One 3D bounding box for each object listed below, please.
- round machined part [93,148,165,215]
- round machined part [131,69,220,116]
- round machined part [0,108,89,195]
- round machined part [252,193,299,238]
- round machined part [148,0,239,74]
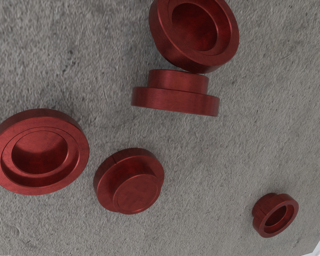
[{"bbox_3d":[-0.038,0.079,0.424,0.099,0.042,0.097,-14,124,-21],"label":"round machined part"},{"bbox_3d":[0.018,-0.040,0.350,0.099,0.098,0.042,6,94,-31],"label":"round machined part"},{"bbox_3d":[-0.131,0.022,0.338,0.099,0.042,0.097,-14,124,-21],"label":"round machined part"},{"bbox_3d":[0.226,0.170,0.624,0.099,0.042,0.097,-14,124,-21],"label":"round machined part"},{"bbox_3d":[0.032,-0.102,0.328,0.099,0.042,0.098,9,71,-26],"label":"round machined part"}]
